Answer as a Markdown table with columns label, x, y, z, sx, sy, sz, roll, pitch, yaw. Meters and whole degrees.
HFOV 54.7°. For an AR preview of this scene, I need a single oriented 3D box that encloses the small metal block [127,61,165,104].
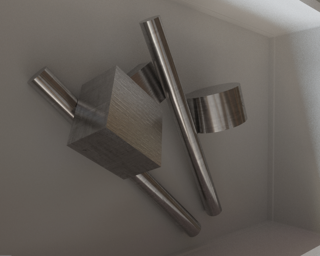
| label | x | y | z | sx | sy | sz | roll | pitch | yaw |
| --- | --- | --- | --- | --- | --- | --- | --- | --- | --- |
| small metal block | -0.023 | -0.048 | 0.389 | 0.050 | 0.025 | 0.050 | -45 | 117 | -31 |

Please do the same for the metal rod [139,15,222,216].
| label | x | y | z | sx | sy | sz | roll | pitch | yaw |
| --- | --- | --- | --- | --- | --- | --- | --- | --- | --- |
| metal rod | 0.036 | 0.002 | 0.415 | 0.025 | 0.025 | 0.298 | -39 | 122 | -33 |

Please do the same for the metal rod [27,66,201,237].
| label | x | y | z | sx | sy | sz | roll | pitch | yaw |
| --- | --- | --- | --- | --- | --- | --- | --- | --- | --- |
| metal rod | -0.036 | 0.047 | 0.377 | 0.300 | 0.025 | 0.025 | 50 | 61 | -29 |

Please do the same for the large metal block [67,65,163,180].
| label | x | y | z | sx | sy | sz | roll | pitch | yaw |
| --- | --- | --- | --- | --- | --- | --- | --- | --- | --- |
| large metal block | -0.042 | -0.004 | 0.325 | 0.080 | 0.050 | 0.080 | 41 | 38 | -39 |

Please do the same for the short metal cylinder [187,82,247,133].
| label | x | y | z | sx | sy | sz | roll | pitch | yaw |
| --- | --- | --- | --- | --- | --- | --- | --- | --- | --- |
| short metal cylinder | 0.078 | -0.030 | 0.439 | 0.081 | 0.080 | 0.050 | -25 | 106 | -37 |
